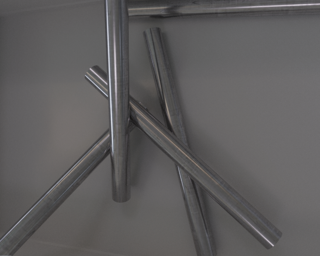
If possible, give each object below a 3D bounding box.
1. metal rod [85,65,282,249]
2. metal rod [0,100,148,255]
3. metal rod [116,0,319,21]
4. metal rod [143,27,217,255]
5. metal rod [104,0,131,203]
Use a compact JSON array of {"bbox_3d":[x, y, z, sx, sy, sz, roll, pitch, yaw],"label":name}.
[{"bbox_3d":[0.019,0.026,0.376,0.300,0.025,0.025,42,103,13],"label":"metal rod"},{"bbox_3d":[-0.124,0.078,0.388,0.025,0.025,0.301,39,77,16],"label":"metal rod"},{"bbox_3d":[0.071,-0.150,0.385,0.301,0.025,0.025,5,92,19],"label":"metal rod"},{"bbox_3d":[0.024,0.016,0.401,0.025,0.025,0.298,-15,85,19],"label":"metal rod"},{"bbox_3d":[-0.048,-0.044,0.359,0.025,0.025,0.298,10,115,19],"label":"metal rod"}]
